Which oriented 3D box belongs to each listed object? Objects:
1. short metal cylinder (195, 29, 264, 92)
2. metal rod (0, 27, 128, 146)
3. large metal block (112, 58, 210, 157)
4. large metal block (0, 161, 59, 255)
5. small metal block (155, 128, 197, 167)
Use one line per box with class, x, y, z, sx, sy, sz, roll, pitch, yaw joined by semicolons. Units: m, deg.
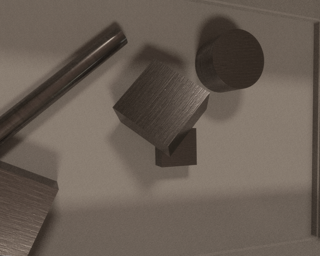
short metal cylinder;0.097;-0.092;0.434;0.081;0.050;0.079;0;90;-21
metal rod;-0.155;-0.017;0.353;0.301;0.025;0.025;-43;104;-15
large metal block;0.003;-0.024;0.381;0.080;0.050;0.080;35;77;14
large metal block;-0.167;0.085;0.336;0.080;0.050;0.080;26;81;-19
small metal block;0.021;0.025;0.420;0.050;0.025;0.050;-1;91;-21
